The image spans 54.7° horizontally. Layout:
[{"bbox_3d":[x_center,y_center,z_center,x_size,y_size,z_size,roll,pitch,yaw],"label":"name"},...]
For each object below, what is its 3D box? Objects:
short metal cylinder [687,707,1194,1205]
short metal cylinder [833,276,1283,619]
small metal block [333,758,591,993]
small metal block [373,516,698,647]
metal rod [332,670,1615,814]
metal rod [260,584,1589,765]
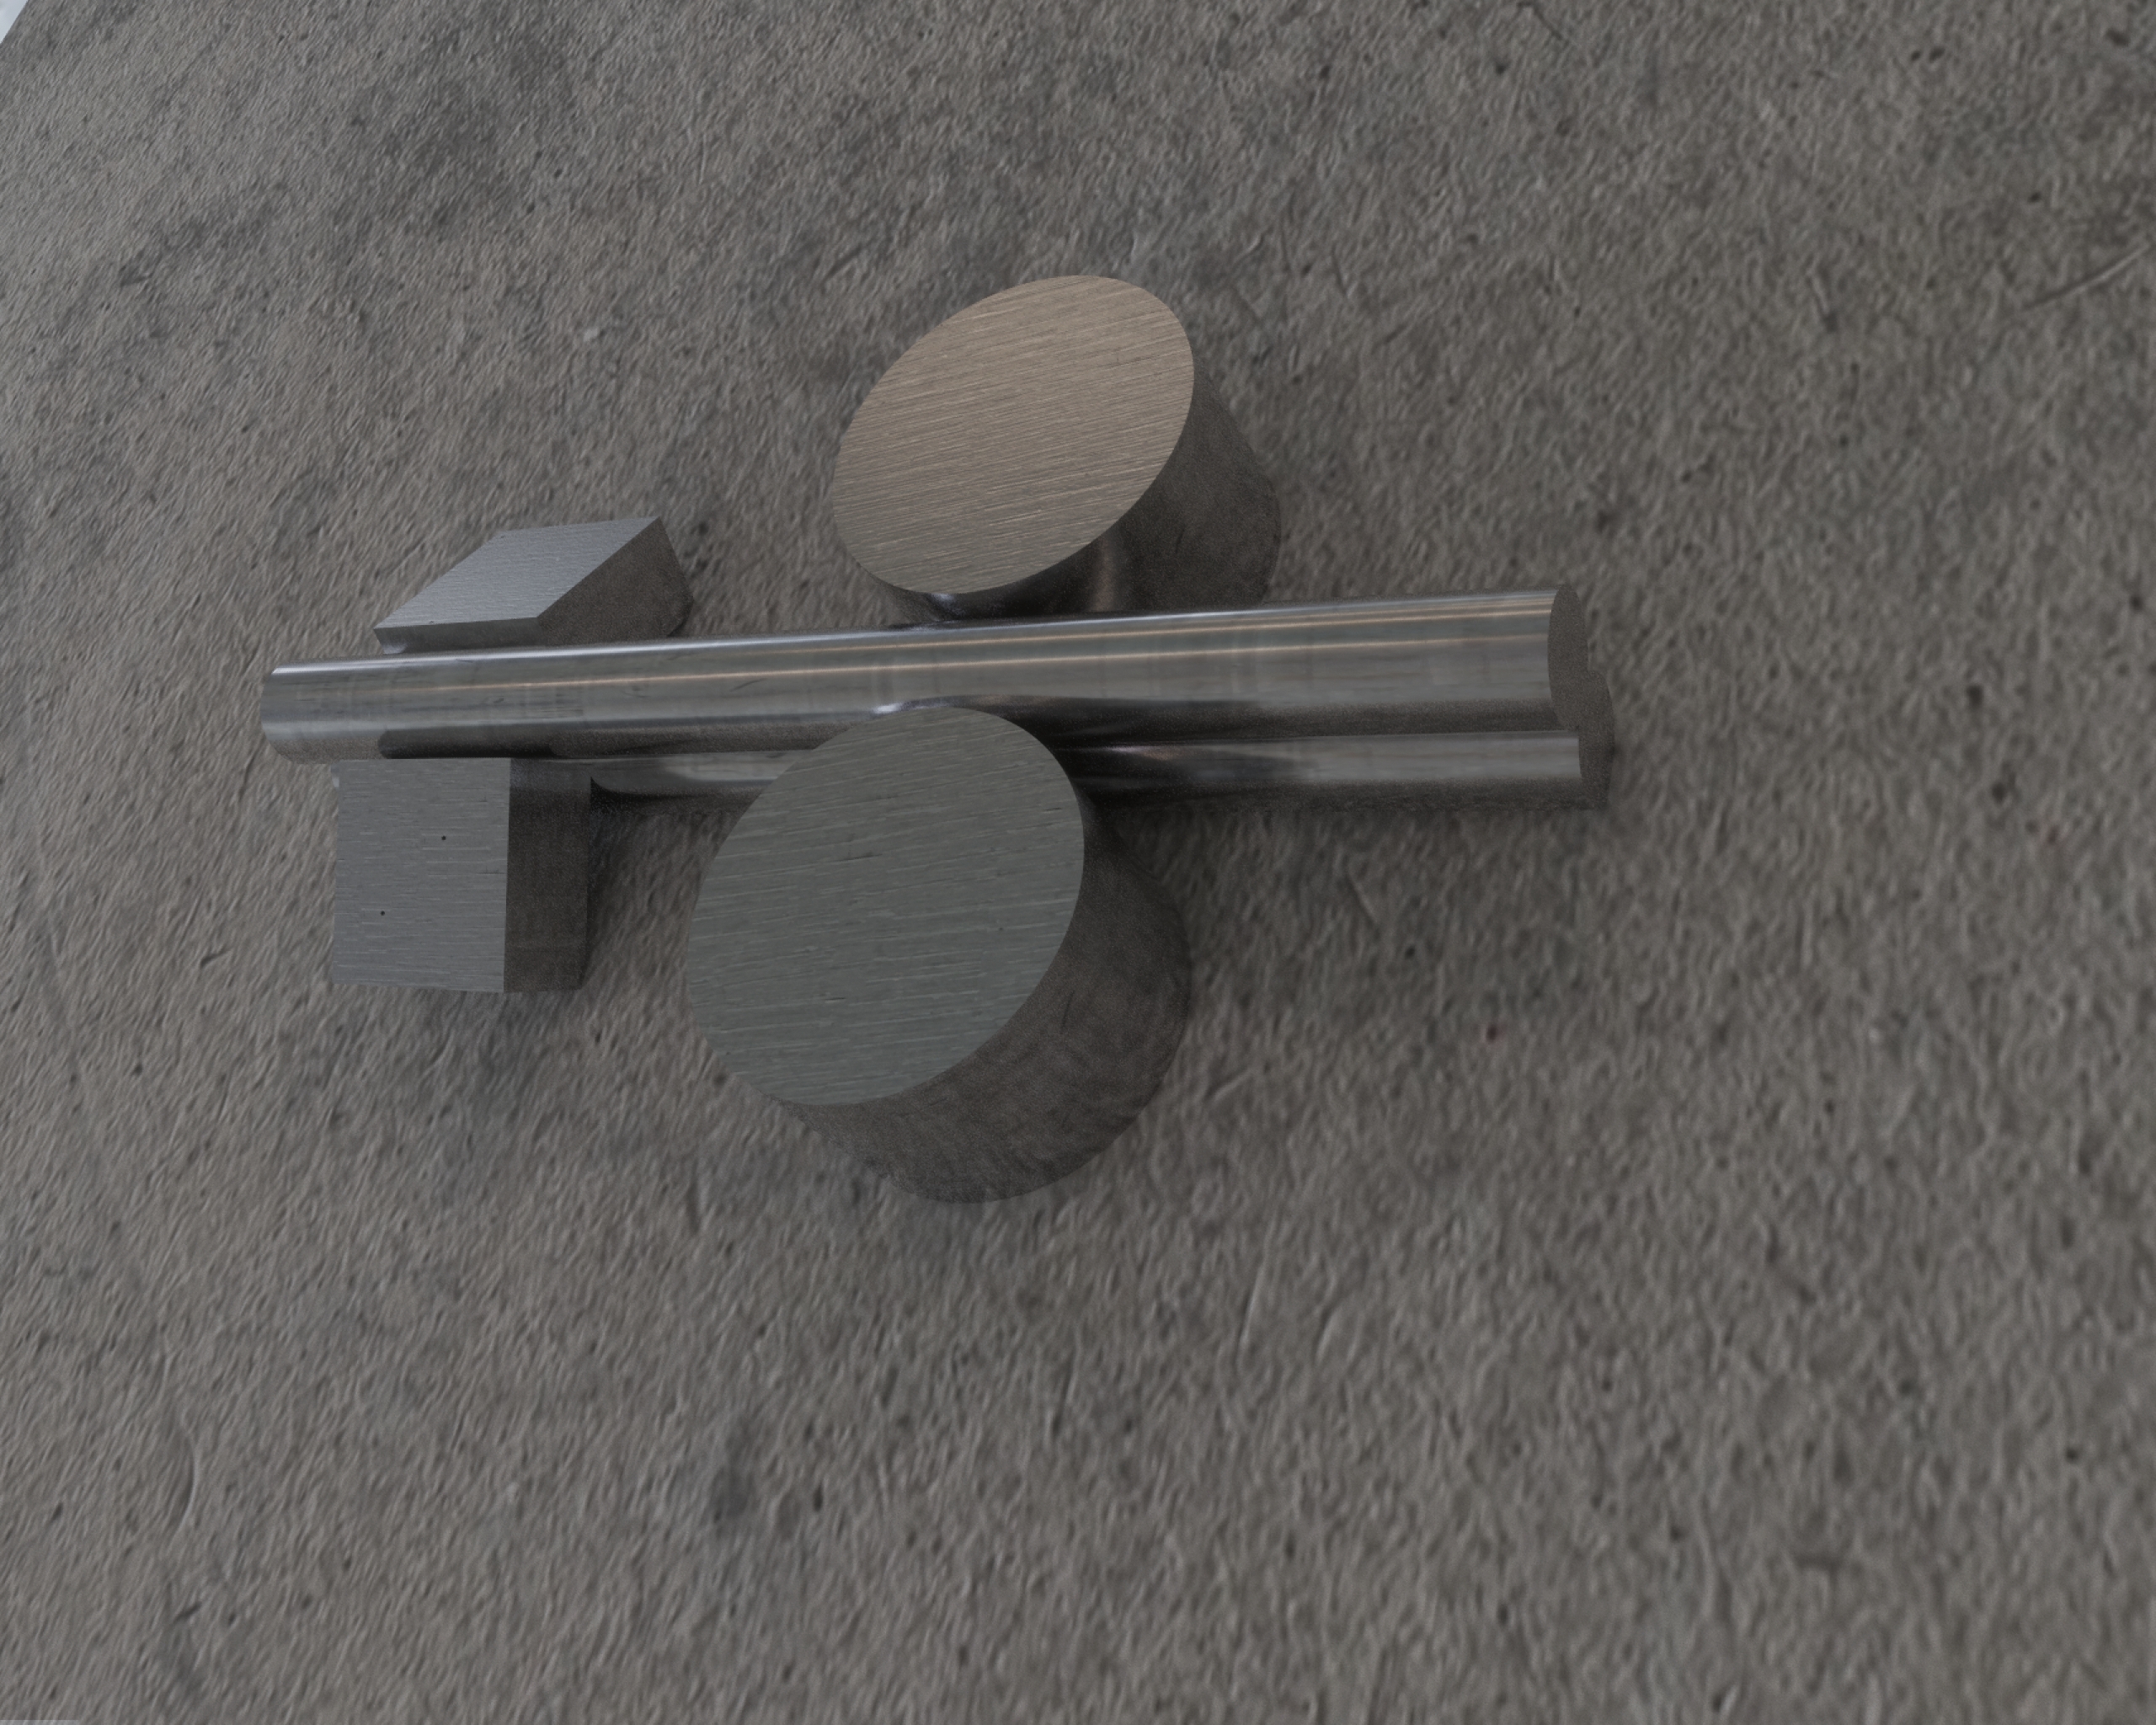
[{"bbox_3d":[-0.025,0.018,0.391,0.080,0.050,0.080,-13,56,21],"label":"short metal cylinder"},{"bbox_3d":[-0.004,-0.075,0.437,0.080,0.050,0.080,-13,56,21],"label":"short metal cylinder"},{"bbox_3d":[-0.137,0.003,0.463,0.050,0.025,0.050,1,89,28],"label":"small metal block"},{"bbox_3d":[-0.128,-0.058,0.497,0.050,0.025,0.050,0,35,28],"label":"small metal block"},{"bbox_3d":[-0.040,-0.023,0.441,0.300,0.025,0.025,0,62,28],"label":"metal rod"},{"bbox_3d":[-0.050,-0.035,0.421,0.300,0.025,0.025,0,62,28],"label":"metal rod"}]
